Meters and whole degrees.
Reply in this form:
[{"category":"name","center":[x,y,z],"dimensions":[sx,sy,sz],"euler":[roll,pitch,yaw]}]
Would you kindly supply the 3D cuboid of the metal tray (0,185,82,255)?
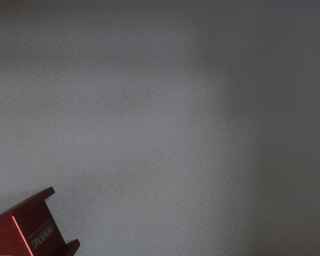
[{"category":"metal tray","center":[-0.141,0.127,0.371],"dimensions":[0.030,0.130,0.090],"euler":[-26,91,1]}]
